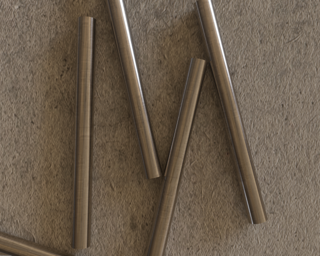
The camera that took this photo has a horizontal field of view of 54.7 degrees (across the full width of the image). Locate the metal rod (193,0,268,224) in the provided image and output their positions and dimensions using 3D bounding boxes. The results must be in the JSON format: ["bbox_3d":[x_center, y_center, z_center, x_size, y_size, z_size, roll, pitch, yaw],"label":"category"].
[{"bbox_3d":[0.093,-0.022,0.410,0.025,0.025,0.298,-14,90,0],"label":"metal rod"}]

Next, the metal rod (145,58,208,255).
[{"bbox_3d":[0.018,0.057,0.409,0.025,0.025,0.298,13,90,0],"label":"metal rod"}]

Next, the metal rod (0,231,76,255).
[{"bbox_3d":[-0.184,0.159,0.408,0.302,0.025,0.025,18,90,0],"label":"metal rod"}]

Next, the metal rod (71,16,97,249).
[{"bbox_3d":[-0.100,0.006,0.408,0.025,0.025,0.298,2,90,0],"label":"metal rod"}]

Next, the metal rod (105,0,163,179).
[{"bbox_3d":[-0.040,-0.081,0.409,0.025,0.025,0.298,-12,90,0],"label":"metal rod"}]
